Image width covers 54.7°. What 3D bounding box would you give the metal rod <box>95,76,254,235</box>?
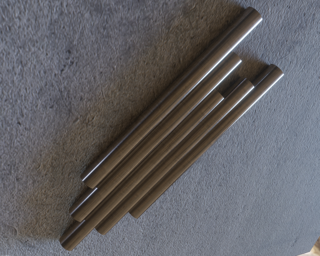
[{"bbox_3d":[0.018,0.041,0.445,0.300,0.025,0.025,-45,130,3],"label":"metal rod"}]

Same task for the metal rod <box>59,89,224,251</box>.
[{"bbox_3d":[-0.027,0.058,0.431,0.300,0.025,0.025,-45,130,3],"label":"metal rod"}]

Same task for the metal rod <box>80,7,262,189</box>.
[{"bbox_3d":[0.012,-0.036,0.394,0.300,0.025,0.025,-45,130,3],"label":"metal rod"}]

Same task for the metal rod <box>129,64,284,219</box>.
[{"bbox_3d":[0.064,0.021,0.458,0.300,0.025,0.025,-45,130,3],"label":"metal rod"}]

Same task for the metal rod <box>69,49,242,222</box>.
[{"bbox_3d":[-0.008,0.012,0.413,0.300,0.025,0.025,-45,130,3],"label":"metal rod"}]
